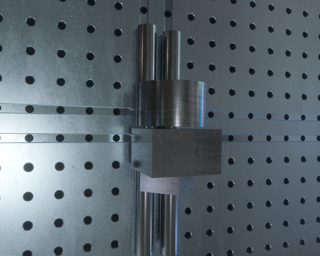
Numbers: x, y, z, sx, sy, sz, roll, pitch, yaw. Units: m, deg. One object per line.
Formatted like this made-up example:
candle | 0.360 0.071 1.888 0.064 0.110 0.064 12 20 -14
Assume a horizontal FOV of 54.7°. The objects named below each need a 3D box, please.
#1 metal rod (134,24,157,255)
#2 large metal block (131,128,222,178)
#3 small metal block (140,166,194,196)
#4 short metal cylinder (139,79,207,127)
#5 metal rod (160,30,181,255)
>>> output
metal rod | -0.019 0.015 0.408 0.025 0.025 0.298 1 90 -20
large metal block | 0.016 0.026 0.364 0.081 0.080 0.050 0 90 -20
small metal block | 0.010 0.063 0.380 0.050 0.050 0.025 1 90 -65
short metal cylinder | 0.016 -0.027 0.368 0.081 0.080 0.050 1 90 -20
metal rod | 0.014 0.020 0.420 0.025 0.025 0.298 1 90 -20
